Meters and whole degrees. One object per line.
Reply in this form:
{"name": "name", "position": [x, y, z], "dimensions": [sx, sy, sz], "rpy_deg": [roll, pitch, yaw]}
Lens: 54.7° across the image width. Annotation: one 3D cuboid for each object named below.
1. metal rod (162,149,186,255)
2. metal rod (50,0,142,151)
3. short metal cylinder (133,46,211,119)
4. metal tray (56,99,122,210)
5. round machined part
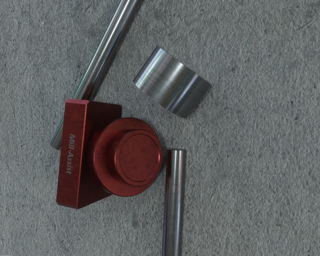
{"name": "metal rod", "position": [0.014, 0.177, 0.403], "dimensions": [0.025, 0.025, 0.298], "rpy_deg": [3, 91, 20]}
{"name": "metal rod", "position": [-0.080, -0.101, 0.437], "dimensions": [0.025, 0.025, 0.299], "rpy_deg": [32, 100, 17]}
{"name": "short metal cylinder", "position": [0.015, -0.055, 0.374], "dimensions": [0.080, 0.080, 0.050], "rpy_deg": [39, 103, 15]}
{"name": "metal tray", "position": [-0.089, 0.030, 0.405], "dimensions": [0.030, 0.090, 0.129], "rpy_deg": [7, 92, 20]}
{"name": "round machined part", "position": [-0.036, 0.036, 0.379], "dimensions": [0.042, 0.099, 0.097], "rpy_deg": [-2, 89, 52]}
